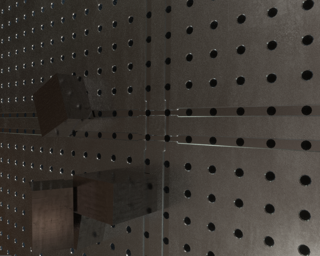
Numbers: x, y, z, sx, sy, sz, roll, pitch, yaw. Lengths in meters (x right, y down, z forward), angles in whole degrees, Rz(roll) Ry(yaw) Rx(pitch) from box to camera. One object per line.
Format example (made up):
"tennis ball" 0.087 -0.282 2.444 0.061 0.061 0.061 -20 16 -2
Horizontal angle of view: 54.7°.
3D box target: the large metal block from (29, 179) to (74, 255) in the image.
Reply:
"large metal block" -0.154 0.119 0.434 0.080 0.050 0.079 -2 89 64

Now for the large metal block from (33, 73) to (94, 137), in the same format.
"large metal block" -0.166 -0.036 0.527 0.080 0.050 0.080 -28 73 36

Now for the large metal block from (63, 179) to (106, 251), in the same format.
"large metal block" -0.131 0.135 0.499 0.080 0.050 0.079 16 100 38

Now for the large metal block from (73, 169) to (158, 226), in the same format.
"large metal block" -0.061 0.089 0.421 0.080 0.081 0.050 2 92 39
